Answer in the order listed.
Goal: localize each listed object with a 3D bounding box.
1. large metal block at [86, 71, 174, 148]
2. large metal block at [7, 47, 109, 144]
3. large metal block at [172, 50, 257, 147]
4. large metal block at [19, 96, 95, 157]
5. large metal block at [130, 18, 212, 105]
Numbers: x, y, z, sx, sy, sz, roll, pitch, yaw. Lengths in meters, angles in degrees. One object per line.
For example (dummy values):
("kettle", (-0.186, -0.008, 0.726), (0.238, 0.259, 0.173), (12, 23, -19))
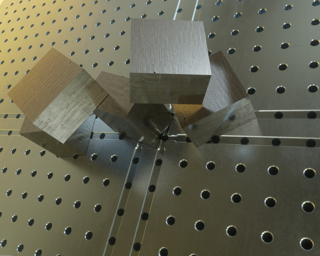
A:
("large metal block", (-0.041, -0.024, 0.407), (0.080, 0.080, 0.050), (20, 73, 35))
("large metal block", (-0.124, -0.041, 0.377), (0.080, 0.050, 0.080), (-49, 51, -7))
("large metal block", (0.060, -0.035, 0.382), (0.080, 0.050, 0.080), (-27, 53, 11))
("large metal block", (-0.144, -0.011, 0.452), (0.050, 0.080, 0.080), (-6, 59, 25))
("large metal block", (0.008, -0.074, 0.344), (0.081, 0.050, 0.080), (1, 58, -5))
